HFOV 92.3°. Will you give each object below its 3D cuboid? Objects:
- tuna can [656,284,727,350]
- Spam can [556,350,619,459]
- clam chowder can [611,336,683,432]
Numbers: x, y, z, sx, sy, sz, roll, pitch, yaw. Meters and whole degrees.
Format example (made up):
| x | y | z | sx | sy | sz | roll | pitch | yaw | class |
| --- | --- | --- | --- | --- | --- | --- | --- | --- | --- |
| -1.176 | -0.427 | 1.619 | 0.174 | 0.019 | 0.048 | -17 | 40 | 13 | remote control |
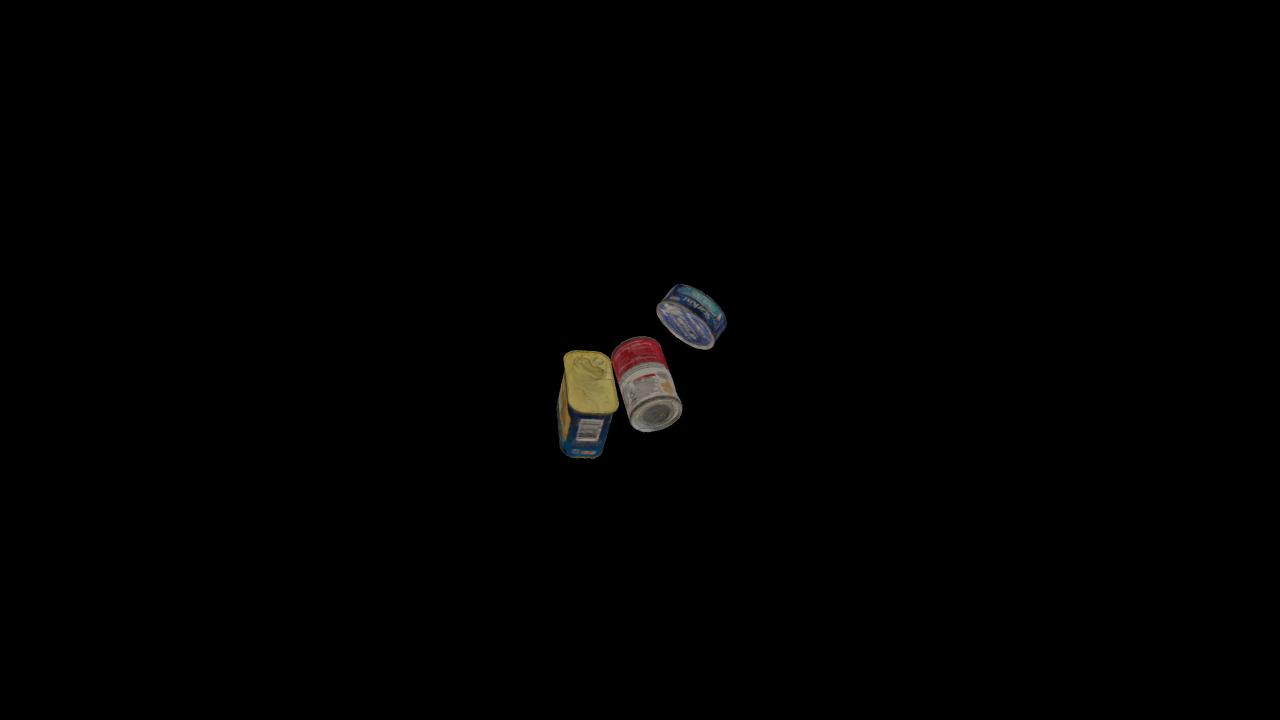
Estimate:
| x | y | z | sx | sy | sz | roll | pitch | yaw | class |
| --- | --- | --- | --- | --- | --- | --- | --- | --- | --- |
| 0.063 | -0.052 | 0.748 | 0.084 | 0.034 | 0.084 | 34 | -19 | 13 | tuna can |
| -0.066 | 0.053 | 0.724 | 0.058 | 0.085 | 0.101 | 4 | 42 | -16 | Spam can |
| 0.007 | 0.030 | 0.760 | 0.068 | 0.102 | 0.068 | -11 | -41 | -9 | clam chowder can |
